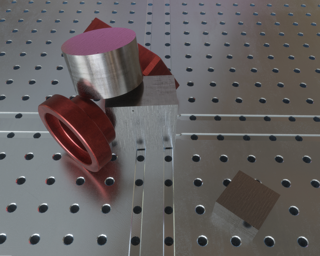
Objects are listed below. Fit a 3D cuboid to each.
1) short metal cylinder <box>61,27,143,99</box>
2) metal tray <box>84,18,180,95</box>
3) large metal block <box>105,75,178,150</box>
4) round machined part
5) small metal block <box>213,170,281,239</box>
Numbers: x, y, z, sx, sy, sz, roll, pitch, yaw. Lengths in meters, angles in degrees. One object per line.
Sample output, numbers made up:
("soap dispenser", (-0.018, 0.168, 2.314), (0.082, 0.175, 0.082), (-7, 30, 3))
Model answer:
("short metal cylinder", (-0.062, -0.074, 0.346), (0.080, 0.050, 0.080), (-6, 36, 4))
("metal tray", (-0.040, -0.098, 0.444), (0.130, 0.090, 0.030), (37, 89, 26))
("large metal block", (-0.022, -0.018, 0.387), (0.081, 0.080, 0.050), (-3, 50, -3))
("round machined part", (-0.090, 0.001, 0.357), (0.098, 0.097, 0.042), (33, 60, 24))
("small metal block", (0.094, 0.083, 0.339), (0.050, 0.025, 0.050), (32, 57, 23))
